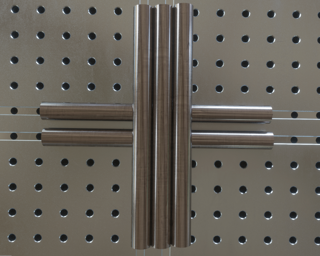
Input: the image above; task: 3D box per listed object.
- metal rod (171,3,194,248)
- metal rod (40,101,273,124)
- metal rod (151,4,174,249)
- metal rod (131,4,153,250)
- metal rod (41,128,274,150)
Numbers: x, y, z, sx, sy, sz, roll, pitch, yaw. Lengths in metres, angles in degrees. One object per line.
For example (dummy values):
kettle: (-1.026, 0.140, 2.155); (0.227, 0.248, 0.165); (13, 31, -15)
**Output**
metal rod: (0.028, -0.003, 0.389); (0.025, 0.025, 0.298); (1, 90, -1)
metal rod: (-0.004, -0.021, 0.413); (0.302, 0.025, 0.025); (1, 90, -1)
metal rod: (0.003, -0.002, 0.389); (0.025, 0.025, 0.298); (1, 90, -1)
metal rod: (-0.022, -0.001, 0.388); (0.025, 0.025, 0.298); (1, 90, -1)
metal rod: (-0.002, 0.014, 0.414); (0.302, 0.025, 0.025); (1, 90, -1)
